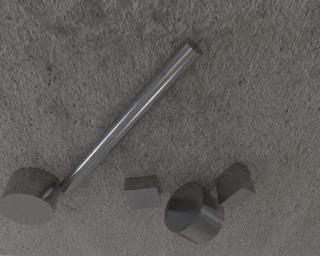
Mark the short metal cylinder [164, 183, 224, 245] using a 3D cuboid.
[{"bbox_3d":[0.053,0.134,0.486,0.050,0.080,0.080,37,121,-27],"label":"short metal cylinder"}]

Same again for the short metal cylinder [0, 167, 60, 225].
[{"bbox_3d":[-0.199,0.107,0.480,0.081,0.050,0.079,0,130,0],"label":"short metal cylinder"}]

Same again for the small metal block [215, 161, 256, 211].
[{"bbox_3d":[0.112,0.087,0.466,0.025,0.050,0.050,26,125,-21],"label":"small metal block"}]

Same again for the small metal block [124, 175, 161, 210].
[{"bbox_3d":[-0.027,0.104,0.495,0.050,0.025,0.050,-6,130,5],"label":"small metal block"}]

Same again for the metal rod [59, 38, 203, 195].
[{"bbox_3d":[-0.054,0.003,0.408,0.025,0.025,0.299,30,124,-23],"label":"metal rod"}]
